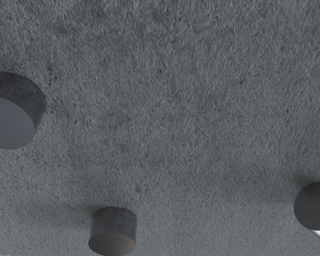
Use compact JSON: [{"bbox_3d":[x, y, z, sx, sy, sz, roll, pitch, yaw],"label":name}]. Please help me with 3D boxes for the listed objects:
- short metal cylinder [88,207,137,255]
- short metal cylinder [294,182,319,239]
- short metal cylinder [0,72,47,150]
[{"bbox_3d":[-0.081,0.184,0.546,0.081,0.050,0.079,0,130,0],"label":"short metal cylinder"},{"bbox_3d":[0.261,0.132,0.486,0.080,0.080,0.050,-37,121,27],"label":"short metal cylinder"},{"bbox_3d":[-0.184,-0.020,0.372,0.081,0.050,0.079,0,130,0],"label":"short metal cylinder"}]
